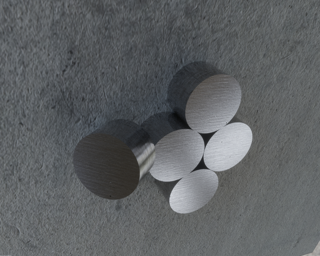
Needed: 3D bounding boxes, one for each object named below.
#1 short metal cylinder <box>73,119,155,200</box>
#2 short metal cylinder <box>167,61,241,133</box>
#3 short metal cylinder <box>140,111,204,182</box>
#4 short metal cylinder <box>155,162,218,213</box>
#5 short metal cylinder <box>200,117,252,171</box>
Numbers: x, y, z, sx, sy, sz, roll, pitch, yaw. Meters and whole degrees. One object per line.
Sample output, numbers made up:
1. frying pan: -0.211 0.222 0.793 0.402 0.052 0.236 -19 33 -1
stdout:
1. short metal cylinder: -0.051 0.035 0.359 0.080 0.050 0.079 6 111 17
2. short metal cylinder: 0.056 -0.040 0.398 0.081 0.050 0.079 -14 124 -21
3. short metal cylinder: 0.011 0.024 0.413 0.081 0.050 0.079 -14 124 -21
4. short metal cylinder: 0.039 0.080 0.463 0.081 0.050 0.079 -14 124 -21
5. short metal cylinder: 0.085 0.015 0.448 0.081 0.050 0.079 -14 124 -21
